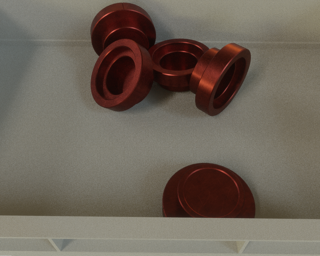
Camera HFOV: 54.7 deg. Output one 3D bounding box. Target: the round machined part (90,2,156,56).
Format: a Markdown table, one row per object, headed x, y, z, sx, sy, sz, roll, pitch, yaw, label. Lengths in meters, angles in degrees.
| x | y | z | sx | sy | sz | roll | pitch | yaw | label |
| --- | --- | --- | --- | --- | --- | --- | --- | --- | --- |
| -0.054 | -0.134 | 0.470 | 0.099 | 0.097 | 0.042 | -9 | 51 | -8 | round machined part |

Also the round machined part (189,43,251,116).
| x | y | z | sx | sy | sz | roll | pitch | yaw | label |
| --- | --- | --- | --- | --- | --- | --- | --- | --- | --- |
| 0.076 | -0.068 | 0.415 | 0.042 | 0.097 | 0.098 | 34 | 58 | 25 | round machined part |

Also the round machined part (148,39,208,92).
| x | y | z | sx | sy | sz | roll | pitch | yaw | label |
| --- | --- | --- | --- | --- | --- | --- | --- | --- | --- |
| 0.028 | -0.091 | 0.467 | 0.099 | 0.042 | 0.098 | -2 | 45 | 2 | round machined part |

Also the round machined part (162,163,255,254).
| x | y | z | sx | sy | sz | roll | pitch | yaw | label |
| --- | --- | --- | --- | --- | --- | --- | --- | --- | --- |
| 0.052 | 0.077 | 0.329 | 0.099 | 0.042 | 0.098 | 0 | 50 | 0 | round machined part |

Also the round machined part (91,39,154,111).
| x | y | z | sx | sy | sz | roll | pitch | yaw | label |
| --- | --- | --- | --- | --- | --- | --- | --- | --- | --- |
| -0.048 | -0.070 | 0.430 | 0.098 | 0.042 | 0.098 | -12 | 70 | 36 | round machined part |
